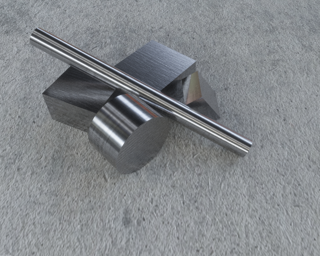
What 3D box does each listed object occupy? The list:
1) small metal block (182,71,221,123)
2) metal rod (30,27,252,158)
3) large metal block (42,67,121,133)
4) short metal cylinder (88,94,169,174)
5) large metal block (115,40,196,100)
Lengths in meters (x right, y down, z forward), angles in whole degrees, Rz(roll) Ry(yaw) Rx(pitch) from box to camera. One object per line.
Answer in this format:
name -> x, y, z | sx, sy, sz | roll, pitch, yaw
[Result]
small metal block -> 0.056, -0.040, 0.420 | 0.025, 0.050, 0.050 | -26, 45, 26
metal rod -> -0.024, -0.045, 0.389 | 0.301, 0.025, 0.025 | 28, 54, 2
large metal block -> -0.096, -0.042, 0.423 | 0.080, 0.050, 0.080 | 20, 53, 16
short metal cylinder -> -0.035, 0.007, 0.362 | 0.080, 0.080, 0.050 | -37, 59, -27
large metal block -> -0.006, -0.073, 0.447 | 0.080, 0.050, 0.080 | 32, 57, 24
